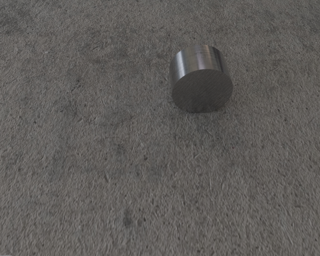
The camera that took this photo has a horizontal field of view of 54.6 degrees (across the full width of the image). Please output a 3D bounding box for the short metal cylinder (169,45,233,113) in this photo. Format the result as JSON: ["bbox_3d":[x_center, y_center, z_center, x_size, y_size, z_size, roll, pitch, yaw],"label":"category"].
[{"bbox_3d":[0.054,-0.065,0.423,0.080,0.080,0.050,-3,50,-2],"label":"short metal cylinder"}]
